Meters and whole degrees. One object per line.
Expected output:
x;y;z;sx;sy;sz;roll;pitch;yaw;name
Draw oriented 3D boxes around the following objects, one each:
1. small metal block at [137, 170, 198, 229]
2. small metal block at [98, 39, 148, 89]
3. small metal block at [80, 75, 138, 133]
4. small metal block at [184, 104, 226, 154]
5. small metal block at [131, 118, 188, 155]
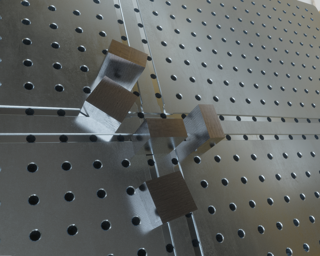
0.008;0.083;0.363;0.050;0.025;0.050;-12;68;-33;small metal block
-0.051;-0.085;0.418;0.050;0.050;0.025;20;54;-17;small metal block
-0.064;-0.031;0.394;0.050;0.025;0.050;33;51;-7;small metal block
0.057;0.002;0.424;0.025;0.050;0.050;-1;63;-29;small metal block
-0.002;0.011;0.386;0.050;0.050;0.025;0;62;-29;small metal block
